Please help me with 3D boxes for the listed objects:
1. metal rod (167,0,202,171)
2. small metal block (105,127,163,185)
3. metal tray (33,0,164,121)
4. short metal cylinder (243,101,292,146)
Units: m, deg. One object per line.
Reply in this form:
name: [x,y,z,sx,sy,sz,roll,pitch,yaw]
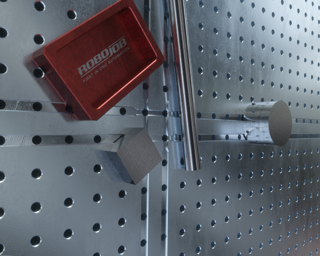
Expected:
metal rod: [0.032,-0.088,0.437,0.025,0.025,0.298,-11,97,-40]
small metal block: [-0.031,0.034,0.385,0.050,0.025,0.050,-41,116,-32]
metal tray: [-0.062,-0.080,0.355,0.131,0.030,0.090,-46,118,-30]
short metal cylinder: [0.195,-0.008,0.560,0.081,0.050,0.079,0,90,-40]
